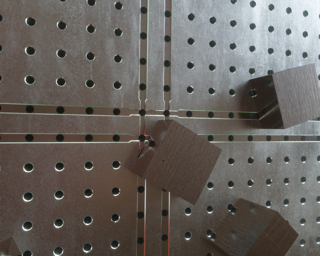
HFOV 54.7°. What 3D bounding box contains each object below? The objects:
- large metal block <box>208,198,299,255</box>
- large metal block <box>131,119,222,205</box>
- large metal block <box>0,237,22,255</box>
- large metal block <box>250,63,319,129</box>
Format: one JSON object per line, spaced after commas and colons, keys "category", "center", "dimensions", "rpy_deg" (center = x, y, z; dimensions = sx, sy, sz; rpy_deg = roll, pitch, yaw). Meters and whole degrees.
{"category": "large metal block", "center": [0.128, 0.153, 0.433], "dimensions": [0.050, 0.080, 0.080], "rpy_deg": [47, 75, -15]}
{"category": "large metal block", "center": [0.021, 0.043, 0.408], "dimensions": [0.080, 0.050, 0.080], "rpy_deg": [31, 80, -18]}
{"category": "large metal block", "center": [-0.184, 0.166, 0.316], "dimensions": [0.081, 0.080, 0.050], "rpy_deg": [-25, 99, -19]}
{"category": "large metal block", "center": [0.194, -0.048, 0.473], "dimensions": [0.081, 0.050, 0.080], "rpy_deg": [-17, 96, -20]}
